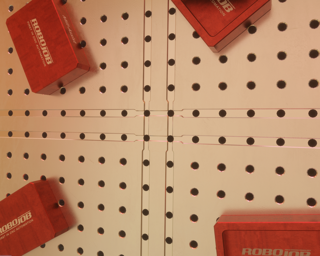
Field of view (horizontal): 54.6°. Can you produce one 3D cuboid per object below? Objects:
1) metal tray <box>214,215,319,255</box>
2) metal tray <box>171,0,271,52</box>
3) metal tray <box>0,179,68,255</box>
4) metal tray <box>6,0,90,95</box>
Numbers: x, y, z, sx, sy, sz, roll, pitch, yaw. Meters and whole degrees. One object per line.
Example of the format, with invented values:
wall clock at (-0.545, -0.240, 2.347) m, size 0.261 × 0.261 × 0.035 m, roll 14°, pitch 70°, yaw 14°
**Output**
metal tray at (0.134, 0.151, 0.362) m, size 0.130 × 0.030 × 0.090 m, roll -6°, pitch 88°, yaw 20°
metal tray at (0.063, -0.173, 0.387) m, size 0.090 × 0.030 × 0.130 m, roll -39°, pitch 78°, yaw 16°
metal tray at (-0.218, 0.150, 0.488) m, size 0.130 × 0.030 × 0.090 m, roll -31°, pitch 80°, yaw 17°
metal tray at (-0.172, -0.127, 0.472) m, size 0.090 × 0.030 × 0.130 m, roll -26°, pitch 81°, yaw 18°
